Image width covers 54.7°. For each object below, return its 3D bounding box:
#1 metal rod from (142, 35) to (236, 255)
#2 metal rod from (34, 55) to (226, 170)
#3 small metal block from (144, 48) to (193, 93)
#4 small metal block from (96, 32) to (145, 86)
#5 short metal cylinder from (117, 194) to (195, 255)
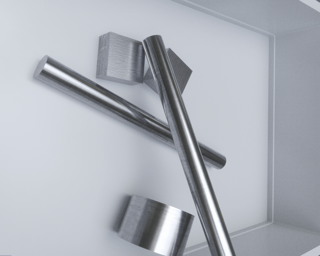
[{"bbox_3d":[0.036,0.036,0.347,0.025,0.025,0.299,-11,79,-40],"label":"metal rod"},{"bbox_3d":[-0.012,-0.004,0.398,0.301,0.025,0.025,29,72,-37],"label":"metal rod"},{"bbox_3d":[0.011,-0.071,0.418,0.050,0.025,0.050,38,67,-34],"label":"small metal block"},{"bbox_3d":[-0.046,-0.081,0.370,0.050,0.025,0.050,7,86,-40],"label":"small metal block"},{"bbox_3d":[-0.004,0.116,0.369,0.080,0.080,0.050,32,70,-36],"label":"short metal cylinder"}]
